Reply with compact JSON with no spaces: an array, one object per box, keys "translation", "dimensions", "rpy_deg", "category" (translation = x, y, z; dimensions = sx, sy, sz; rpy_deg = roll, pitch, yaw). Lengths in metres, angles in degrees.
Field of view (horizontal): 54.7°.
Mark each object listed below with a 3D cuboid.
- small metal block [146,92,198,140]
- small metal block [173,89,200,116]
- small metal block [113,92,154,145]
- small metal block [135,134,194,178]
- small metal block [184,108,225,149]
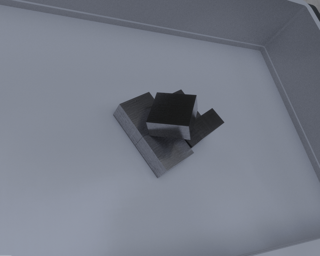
[{"translation":[0.016,-0.015,0.375],"dimensions":[0.050,0.025,0.050],"rpy_deg":[6,51,15],"category":"small metal block"},{"translation":[0.022,-0.020,0.429],"dimensions":[0.050,0.025,0.050],"rpy_deg":[-28,77,-38],"category":"small metal block"},{"translation":[-0.023,-0.013,0.401],"dimensions":[0.050,0.025,0.050],"rpy_deg":[-28,77,-38],"category":"small metal block"},{"translation":[0.006,0.027,0.392],"dimensions":[0.050,0.025,0.050],"rpy_deg":[-28,77,-38],"category":"small metal block"},{"translation":[0.050,0.005,0.413],"dimensions":[0.050,0.050,0.025],"rpy_deg":[-32,80,-39],"category":"small metal block"}]
